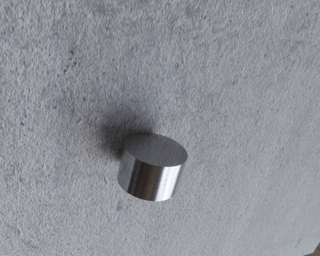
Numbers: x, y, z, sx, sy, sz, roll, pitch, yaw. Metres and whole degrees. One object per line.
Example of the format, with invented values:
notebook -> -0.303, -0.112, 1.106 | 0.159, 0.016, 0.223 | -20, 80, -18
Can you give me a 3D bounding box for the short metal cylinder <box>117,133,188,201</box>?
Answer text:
short metal cylinder -> -0.010, 0.047, 0.394 | 0.081, 0.080, 0.050 | 0, 118, -29
